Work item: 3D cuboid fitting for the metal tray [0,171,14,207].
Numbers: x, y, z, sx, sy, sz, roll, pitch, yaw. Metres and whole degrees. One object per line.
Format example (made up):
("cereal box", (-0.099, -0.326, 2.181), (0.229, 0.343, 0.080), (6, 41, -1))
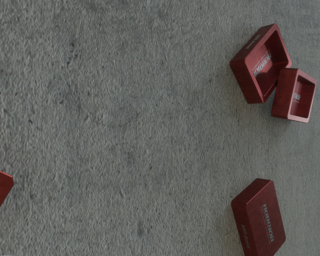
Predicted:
("metal tray", (-0.192, 0.077, 0.240), (0.090, 0.030, 0.130), (39, 67, -33))

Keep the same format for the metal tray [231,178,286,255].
("metal tray", (0.178, 0.167, 0.550), (0.091, 0.030, 0.129), (-28, 108, -36))

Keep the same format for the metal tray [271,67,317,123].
("metal tray", (0.260, -0.059, 0.594), (0.131, 0.030, 0.089), (4, 98, -49))

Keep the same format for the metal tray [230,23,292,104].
("metal tray", (0.184, -0.115, 0.554), (0.131, 0.030, 0.090), (-47, 118, -30))
